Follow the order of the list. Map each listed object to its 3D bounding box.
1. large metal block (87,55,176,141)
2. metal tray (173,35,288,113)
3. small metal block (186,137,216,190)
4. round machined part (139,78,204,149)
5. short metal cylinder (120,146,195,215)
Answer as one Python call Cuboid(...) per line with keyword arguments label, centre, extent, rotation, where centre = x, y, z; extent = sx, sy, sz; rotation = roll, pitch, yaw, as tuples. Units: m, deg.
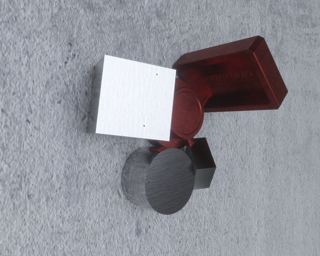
Cuboid(label="large metal block", centre=(-0.033, -0.029, 0.348), extent=(0.081, 0.050, 0.080), rotation=(7, 85, -23))
Cuboid(label="metal tray", centre=(0.090, -0.065, 0.414), extent=(0.030, 0.130, 0.090), rotation=(-52, 121, -28))
Cuboid(label="small metal block", centre=(0.053, 0.049, 0.422), extent=(0.025, 0.050, 0.050), rotation=(-5, 139, -10))
Cuboid(label="round machined part", centre=(0.021, -0.019, 0.416), extent=(0.099, 0.042, 0.097), rotation=(0, 90, -40))
Cuboid(label="short metal cylinder", centre=(-0.002, 0.064, 0.391), extent=(0.081, 0.050, 0.079), rotation=(0, 90, -40))
